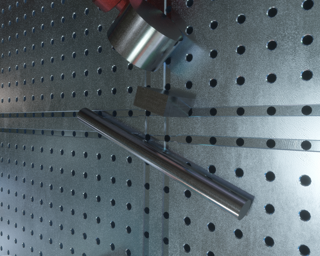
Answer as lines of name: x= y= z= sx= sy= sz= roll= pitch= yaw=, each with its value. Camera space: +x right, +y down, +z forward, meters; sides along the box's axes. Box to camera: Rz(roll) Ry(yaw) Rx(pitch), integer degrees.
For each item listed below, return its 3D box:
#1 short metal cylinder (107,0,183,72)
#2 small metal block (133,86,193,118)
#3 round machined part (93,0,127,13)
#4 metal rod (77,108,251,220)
short metal cylinder: x=-0.018 y=-0.117 z=0.387 sx=0.050 sy=0.081 sz=0.080 roll=-47 pitch=62 yaw=30
small metal block: x=0.004 y=-0.033 z=0.388 sx=0.050 sy=0.050 sz=0.025 roll=23 pitch=105 yaw=37
round machined part: x=-0.042 y=-0.191 z=0.411 sx=0.098 sy=0.042 sz=0.098 roll=-35 pitch=33 yaw=28
metal rod: x=-0.017 y=0.033 z=0.421 sx=0.300 sy=0.025 sz=0.025 roll=27 pitch=107 yaw=36
